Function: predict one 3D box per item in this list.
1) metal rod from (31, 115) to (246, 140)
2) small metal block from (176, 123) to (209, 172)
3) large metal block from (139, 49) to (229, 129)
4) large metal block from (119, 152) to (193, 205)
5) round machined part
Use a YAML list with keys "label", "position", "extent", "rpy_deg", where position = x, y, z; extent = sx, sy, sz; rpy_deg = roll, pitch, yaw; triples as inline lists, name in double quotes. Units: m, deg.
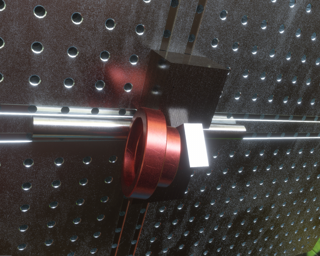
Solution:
- label: "metal rod"
  position: [-0.007, 0.002, 0.409]
  extent: [0.303, 0.025, 0.025]
  rpy_deg: [2, 118, -29]
- label: "small metal block"
  position: [0.029, 0.025, 0.370]
  extent: [0.025, 0.050, 0.050]
  rpy_deg: [1, 74, -29]
- label: "large metal block"
  position: [0.027, -0.046, 0.381]
  extent: [0.081, 0.050, 0.079]
  rpy_deg: [0, 118, -29]
- label: "large metal block"
  position: [-0.003, 0.054, 0.427]
  extent: [0.081, 0.050, 0.079]
  rpy_deg: [1, 118, -29]
- label: "round machined part"
  position: [-0.009, 0.029, 0.339]
  extent: [0.042, 0.098, 0.097]
  rpy_deg: [11, 114, -17]
